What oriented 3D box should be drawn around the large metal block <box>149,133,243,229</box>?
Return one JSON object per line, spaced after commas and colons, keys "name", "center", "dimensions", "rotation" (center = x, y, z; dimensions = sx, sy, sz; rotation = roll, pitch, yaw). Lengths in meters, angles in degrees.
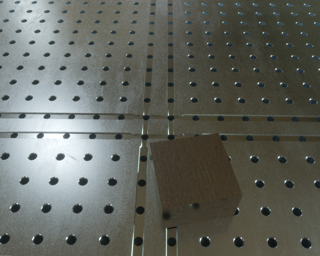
{"name": "large metal block", "center": [0.035, 0.057, 0.344], "dimensions": [0.080, 0.050, 0.080], "rotation": [-8, 51, -7]}
